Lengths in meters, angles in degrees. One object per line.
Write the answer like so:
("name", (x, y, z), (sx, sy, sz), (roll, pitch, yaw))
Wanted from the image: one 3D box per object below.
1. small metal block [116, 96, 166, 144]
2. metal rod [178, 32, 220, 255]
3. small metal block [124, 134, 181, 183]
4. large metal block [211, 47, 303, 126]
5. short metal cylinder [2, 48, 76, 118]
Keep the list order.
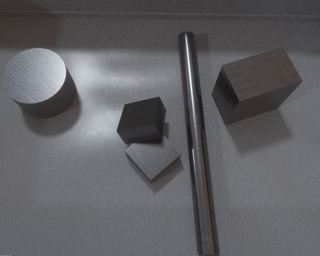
("small metal block", (-0.022, -0.010, 0.394), (0.050, 0.025, 0.050), (-11, 42, 20))
("metal rod", (0.048, 0.005, 0.408), (0.025, 0.025, 0.299), (-3, 70, -2))
("small metal block", (-0.009, 0.034, 0.397), (0.050, 0.025, 0.050), (-40, 75, -14))
("large metal block", (0.120, -0.051, 0.401), (0.081, 0.080, 0.050), (-18, 71, -7))
("short metal cylinder", (-0.160, -0.059, 0.416), (0.081, 0.050, 0.080), (0, 70, 0))
